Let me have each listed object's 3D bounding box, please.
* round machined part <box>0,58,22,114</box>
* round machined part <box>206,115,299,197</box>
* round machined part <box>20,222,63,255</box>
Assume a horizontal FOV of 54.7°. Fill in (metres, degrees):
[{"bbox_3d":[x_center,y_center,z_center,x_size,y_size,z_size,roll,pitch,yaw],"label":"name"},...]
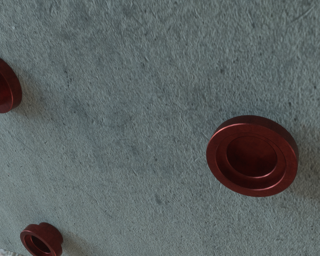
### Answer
[{"bbox_3d":[-0.278,-0.067,0.501,0.098,0.042,0.097,13,124,21],"label":"round machined part"},{"bbox_3d":[0.107,0.028,0.357,0.098,0.042,0.097,13,124,21],"label":"round machined part"},{"bbox_3d":[-0.255,0.248,0.684,0.098,0.042,0.097,13,124,21],"label":"round machined part"}]
